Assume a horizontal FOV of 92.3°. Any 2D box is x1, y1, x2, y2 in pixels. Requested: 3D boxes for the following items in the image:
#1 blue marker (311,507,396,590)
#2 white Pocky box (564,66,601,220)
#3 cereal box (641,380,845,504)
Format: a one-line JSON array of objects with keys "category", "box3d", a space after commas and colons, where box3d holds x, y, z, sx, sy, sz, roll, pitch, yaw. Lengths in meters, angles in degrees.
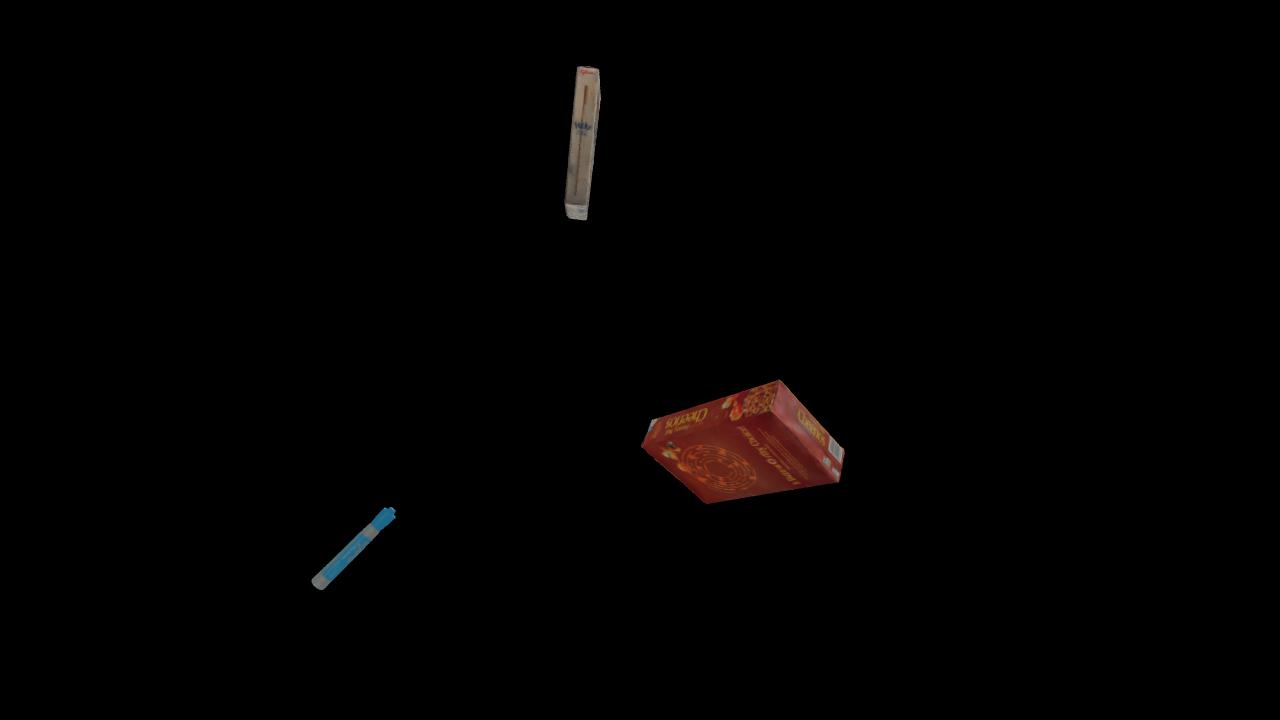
[{"category": "blue marker", "box3d": [-0.345, 0.227, 0.747, 0.020, 0.121, 0.020, 42, -10, 9]}, {"category": "white Pocky box", "box3d": [-0.067, -0.248, 0.718, 0.028, 0.154, 0.084, 6, 1, -3]}, {"category": "cereal box", "box3d": [0.177, 0.159, 1.108, 0.203, 0.081, 0.306, 44, -41, -22]}]
